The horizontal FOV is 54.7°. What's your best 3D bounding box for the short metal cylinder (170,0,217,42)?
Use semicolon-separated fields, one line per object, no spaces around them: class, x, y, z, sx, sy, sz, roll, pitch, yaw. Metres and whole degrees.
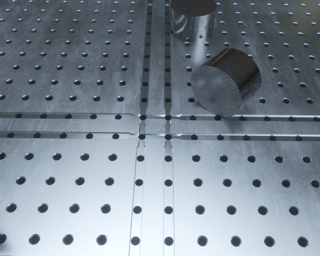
short metal cylinder;0.058;-0.200;0.561;0.081;0.050;0.080;0;50;0

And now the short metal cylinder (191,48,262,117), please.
short metal cylinder;0.090;-0.062;0.425;0.080;0.080;0.050;34;58;25
